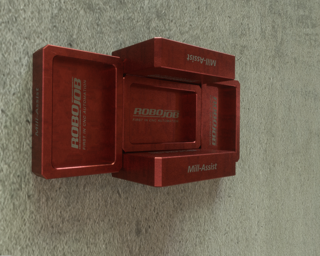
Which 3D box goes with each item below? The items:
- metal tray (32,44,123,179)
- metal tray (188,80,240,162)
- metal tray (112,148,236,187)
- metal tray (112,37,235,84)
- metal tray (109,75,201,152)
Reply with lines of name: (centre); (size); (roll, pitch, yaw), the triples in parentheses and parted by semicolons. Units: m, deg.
metal tray: (-0.086, -0.015, 0.332); (0.091, 0.030, 0.129); (1, 90, -40)
metal tray: (0.084, -0.011, 0.476); (0.091, 0.030, 0.129); (1, 90, -40)
metal tray: (0.019, 0.044, 0.380); (0.131, 0.090, 0.030); (0, 90, -40)
metal tray: (0.018, -0.076, 0.381); (0.131, 0.090, 0.030); (0, 90, -40)
metal tray: (-0.002, -0.016, 0.404); (0.131, 0.030, 0.089); (1, 90, -40)
